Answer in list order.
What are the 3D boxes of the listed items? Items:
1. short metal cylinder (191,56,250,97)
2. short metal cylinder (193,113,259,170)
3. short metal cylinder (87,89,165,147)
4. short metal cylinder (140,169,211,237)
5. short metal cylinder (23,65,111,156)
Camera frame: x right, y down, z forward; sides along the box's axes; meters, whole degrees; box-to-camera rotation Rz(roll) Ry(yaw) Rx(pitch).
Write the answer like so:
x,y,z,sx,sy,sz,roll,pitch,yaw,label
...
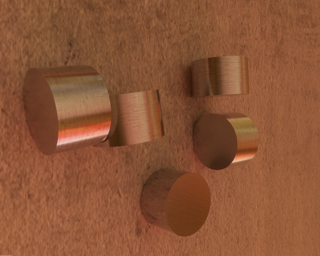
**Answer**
x,y,z,sx,sy,sz,roll,pitch,yaw,label
0.086,-0.071,0.443,0.081,0.080,0.050,-6,94,-40,short metal cylinder
0.094,0.018,0.451,0.050,0.080,0.079,-5,94,-40,short metal cylinder
-0.038,-0.012,0.339,0.081,0.080,0.050,-14,99,-40,short metal cylinder
0.021,0.096,0.409,0.081,0.050,0.079,0,90,-40,short metal cylinder
-0.090,-0.018,0.295,0.050,0.080,0.079,-13,99,-40,short metal cylinder
